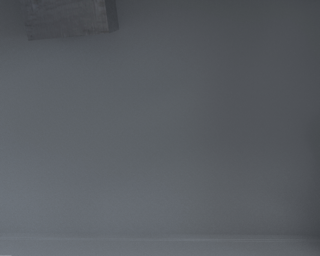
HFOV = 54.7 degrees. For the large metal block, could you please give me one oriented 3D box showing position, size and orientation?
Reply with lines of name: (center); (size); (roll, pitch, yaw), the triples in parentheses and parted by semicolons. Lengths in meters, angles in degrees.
large metal block: (-0.092, -0.127, 0.334); (0.080, 0.080, 0.050); (-5, 110, 1)
